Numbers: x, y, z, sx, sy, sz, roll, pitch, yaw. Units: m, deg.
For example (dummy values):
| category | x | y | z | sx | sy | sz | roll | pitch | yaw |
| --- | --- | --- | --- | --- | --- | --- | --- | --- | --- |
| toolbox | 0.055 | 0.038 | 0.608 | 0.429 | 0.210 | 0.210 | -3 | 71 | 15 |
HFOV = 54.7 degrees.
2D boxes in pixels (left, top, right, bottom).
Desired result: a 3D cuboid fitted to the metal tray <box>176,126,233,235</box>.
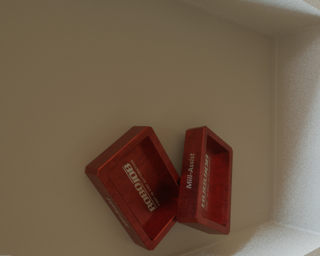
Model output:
| category | x | y | z | sx | sy | sz | roll | pitch | yaw |
| --- | --- | --- | --- | --- | --- | --- | --- | --- | --- |
| metal tray | 0.066 | 0.073 | 0.430 | 0.090 | 0.030 | 0.130 | 35 | 54 | -43 |

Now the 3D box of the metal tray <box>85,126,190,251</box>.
| category | x | y | z | sx | sy | sz | roll | pitch | yaw |
| --- | --- | --- | --- | --- | --- | --- | --- | --- | --- |
| metal tray | -0.021 | 0.073 | 0.385 | 0.090 | 0.030 | 0.130 | -43 | 116 | -32 |
